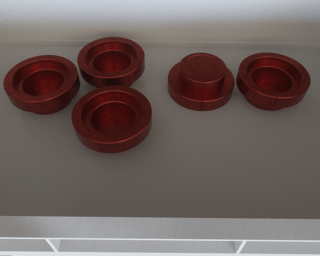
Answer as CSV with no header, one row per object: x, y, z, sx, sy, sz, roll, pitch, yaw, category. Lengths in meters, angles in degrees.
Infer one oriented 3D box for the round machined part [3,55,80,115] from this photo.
-0.163,-0.057,0.440,0.099,0.042,0.098,0,50,0,round machined part

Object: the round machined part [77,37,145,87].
-0.072,-0.093,0.471,0.099,0.042,0.098,0,50,0,round machined part

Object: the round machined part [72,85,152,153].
-0.059,-0.007,0.399,0.099,0.042,0.098,0,50,0,round machined part

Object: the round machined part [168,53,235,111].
0.061,-0.074,0.457,0.099,0.042,0.098,0,50,0,round machined part

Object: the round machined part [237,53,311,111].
0.160,-0.063,0.449,0.099,0.042,0.098,0,50,0,round machined part
